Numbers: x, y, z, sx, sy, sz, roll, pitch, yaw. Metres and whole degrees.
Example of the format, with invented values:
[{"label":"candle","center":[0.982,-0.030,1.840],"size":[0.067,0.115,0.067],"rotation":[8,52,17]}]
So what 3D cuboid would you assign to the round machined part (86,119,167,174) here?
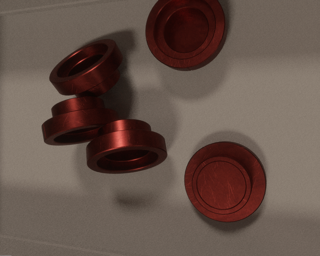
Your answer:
[{"label":"round machined part","center":[-0.042,0.022,0.389],"size":[0.098,0.098,0.042],"rotation":[-18,64,19]}]

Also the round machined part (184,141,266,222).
[{"label":"round machined part","center":[0.077,0.065,0.374],"size":[0.098,0.042,0.097],"rotation":[0,90,19]}]

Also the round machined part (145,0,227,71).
[{"label":"round machined part","center":[0.035,-0.120,0.389],"size":[0.098,0.042,0.097],"rotation":[0,90,19]}]

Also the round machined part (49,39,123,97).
[{"label":"round machined part","center":[-0.093,-0.074,0.414],"size":[0.098,0.098,0.042],"rotation":[-15,128,19]}]

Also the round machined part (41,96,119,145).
[{"label":"round machined part","center":[-0.104,-0.010,0.407],"size":[0.098,0.098,0.042],"rotation":[-18,79,19]}]
